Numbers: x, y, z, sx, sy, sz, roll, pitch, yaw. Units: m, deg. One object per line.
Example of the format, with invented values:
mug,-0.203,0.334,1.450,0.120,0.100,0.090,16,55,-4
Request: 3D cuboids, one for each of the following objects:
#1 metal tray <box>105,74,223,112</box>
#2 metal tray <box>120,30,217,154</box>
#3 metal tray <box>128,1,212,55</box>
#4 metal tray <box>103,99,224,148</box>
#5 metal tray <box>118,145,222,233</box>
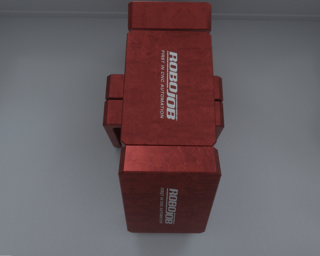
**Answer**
metal tray,0.005,-0.031,0.385,0.131,0.090,0.030,1,70,0
metal tray,0.009,-0.039,0.324,0.091,0.030,0.130,1,70,-1
metal tray,0.011,-0.121,0.396,0.091,0.130,0.030,1,91,0
metal tray,0.004,-0.002,0.375,0.131,0.090,0.030,1,70,0
metal tray,0.008,0.070,0.325,0.091,0.129,0.030,1,49,-1
